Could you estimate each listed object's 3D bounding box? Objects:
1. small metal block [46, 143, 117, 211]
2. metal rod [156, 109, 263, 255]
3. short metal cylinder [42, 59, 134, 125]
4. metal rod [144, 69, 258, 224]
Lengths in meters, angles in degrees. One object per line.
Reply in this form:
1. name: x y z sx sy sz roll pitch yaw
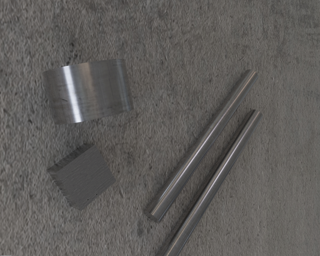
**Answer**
1. small metal block: -0.083 0.052 0.335 0.050 0.025 0.050 -39 114 -33
2. metal rod: 0.084 0.079 0.475 0.301 0.025 0.025 -51 120 -28
3. short metal cylinder: -0.070 -0.037 0.310 0.081 0.080 0.050 -18 102 -39
4. metal rod: 0.074 0.011 0.466 0.301 0.025 0.025 -51 120 -28
